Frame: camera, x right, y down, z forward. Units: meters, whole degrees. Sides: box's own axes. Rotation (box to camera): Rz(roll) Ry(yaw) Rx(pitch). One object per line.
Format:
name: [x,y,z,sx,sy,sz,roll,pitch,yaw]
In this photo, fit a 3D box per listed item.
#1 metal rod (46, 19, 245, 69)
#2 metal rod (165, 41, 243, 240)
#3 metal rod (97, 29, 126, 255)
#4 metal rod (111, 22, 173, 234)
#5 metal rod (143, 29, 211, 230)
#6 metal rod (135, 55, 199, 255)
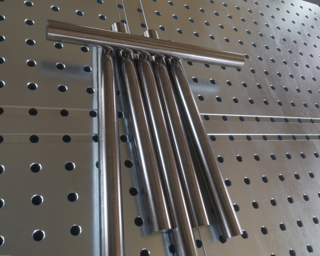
metal rod: [-0.002,-0.115,0.444,0.302,0.025,0.025,2,61,-27]
metal rod: [0.050,0.000,0.435,0.025,0.025,0.299,-2,63,-29]
metal rod: [-0.062,-0.002,0.374,0.025,0.025,0.299,7,59,-25]
metal rod: [-0.030,-0.018,0.403,0.025,0.025,0.299,1,61,-28]
metal rod: [0.016,-0.015,0.427,0.025,0.025,0.299,1,61,-28]
metal rod: [0.005,0.031,0.391,0.025,0.025,0.299,1,62,-28]
